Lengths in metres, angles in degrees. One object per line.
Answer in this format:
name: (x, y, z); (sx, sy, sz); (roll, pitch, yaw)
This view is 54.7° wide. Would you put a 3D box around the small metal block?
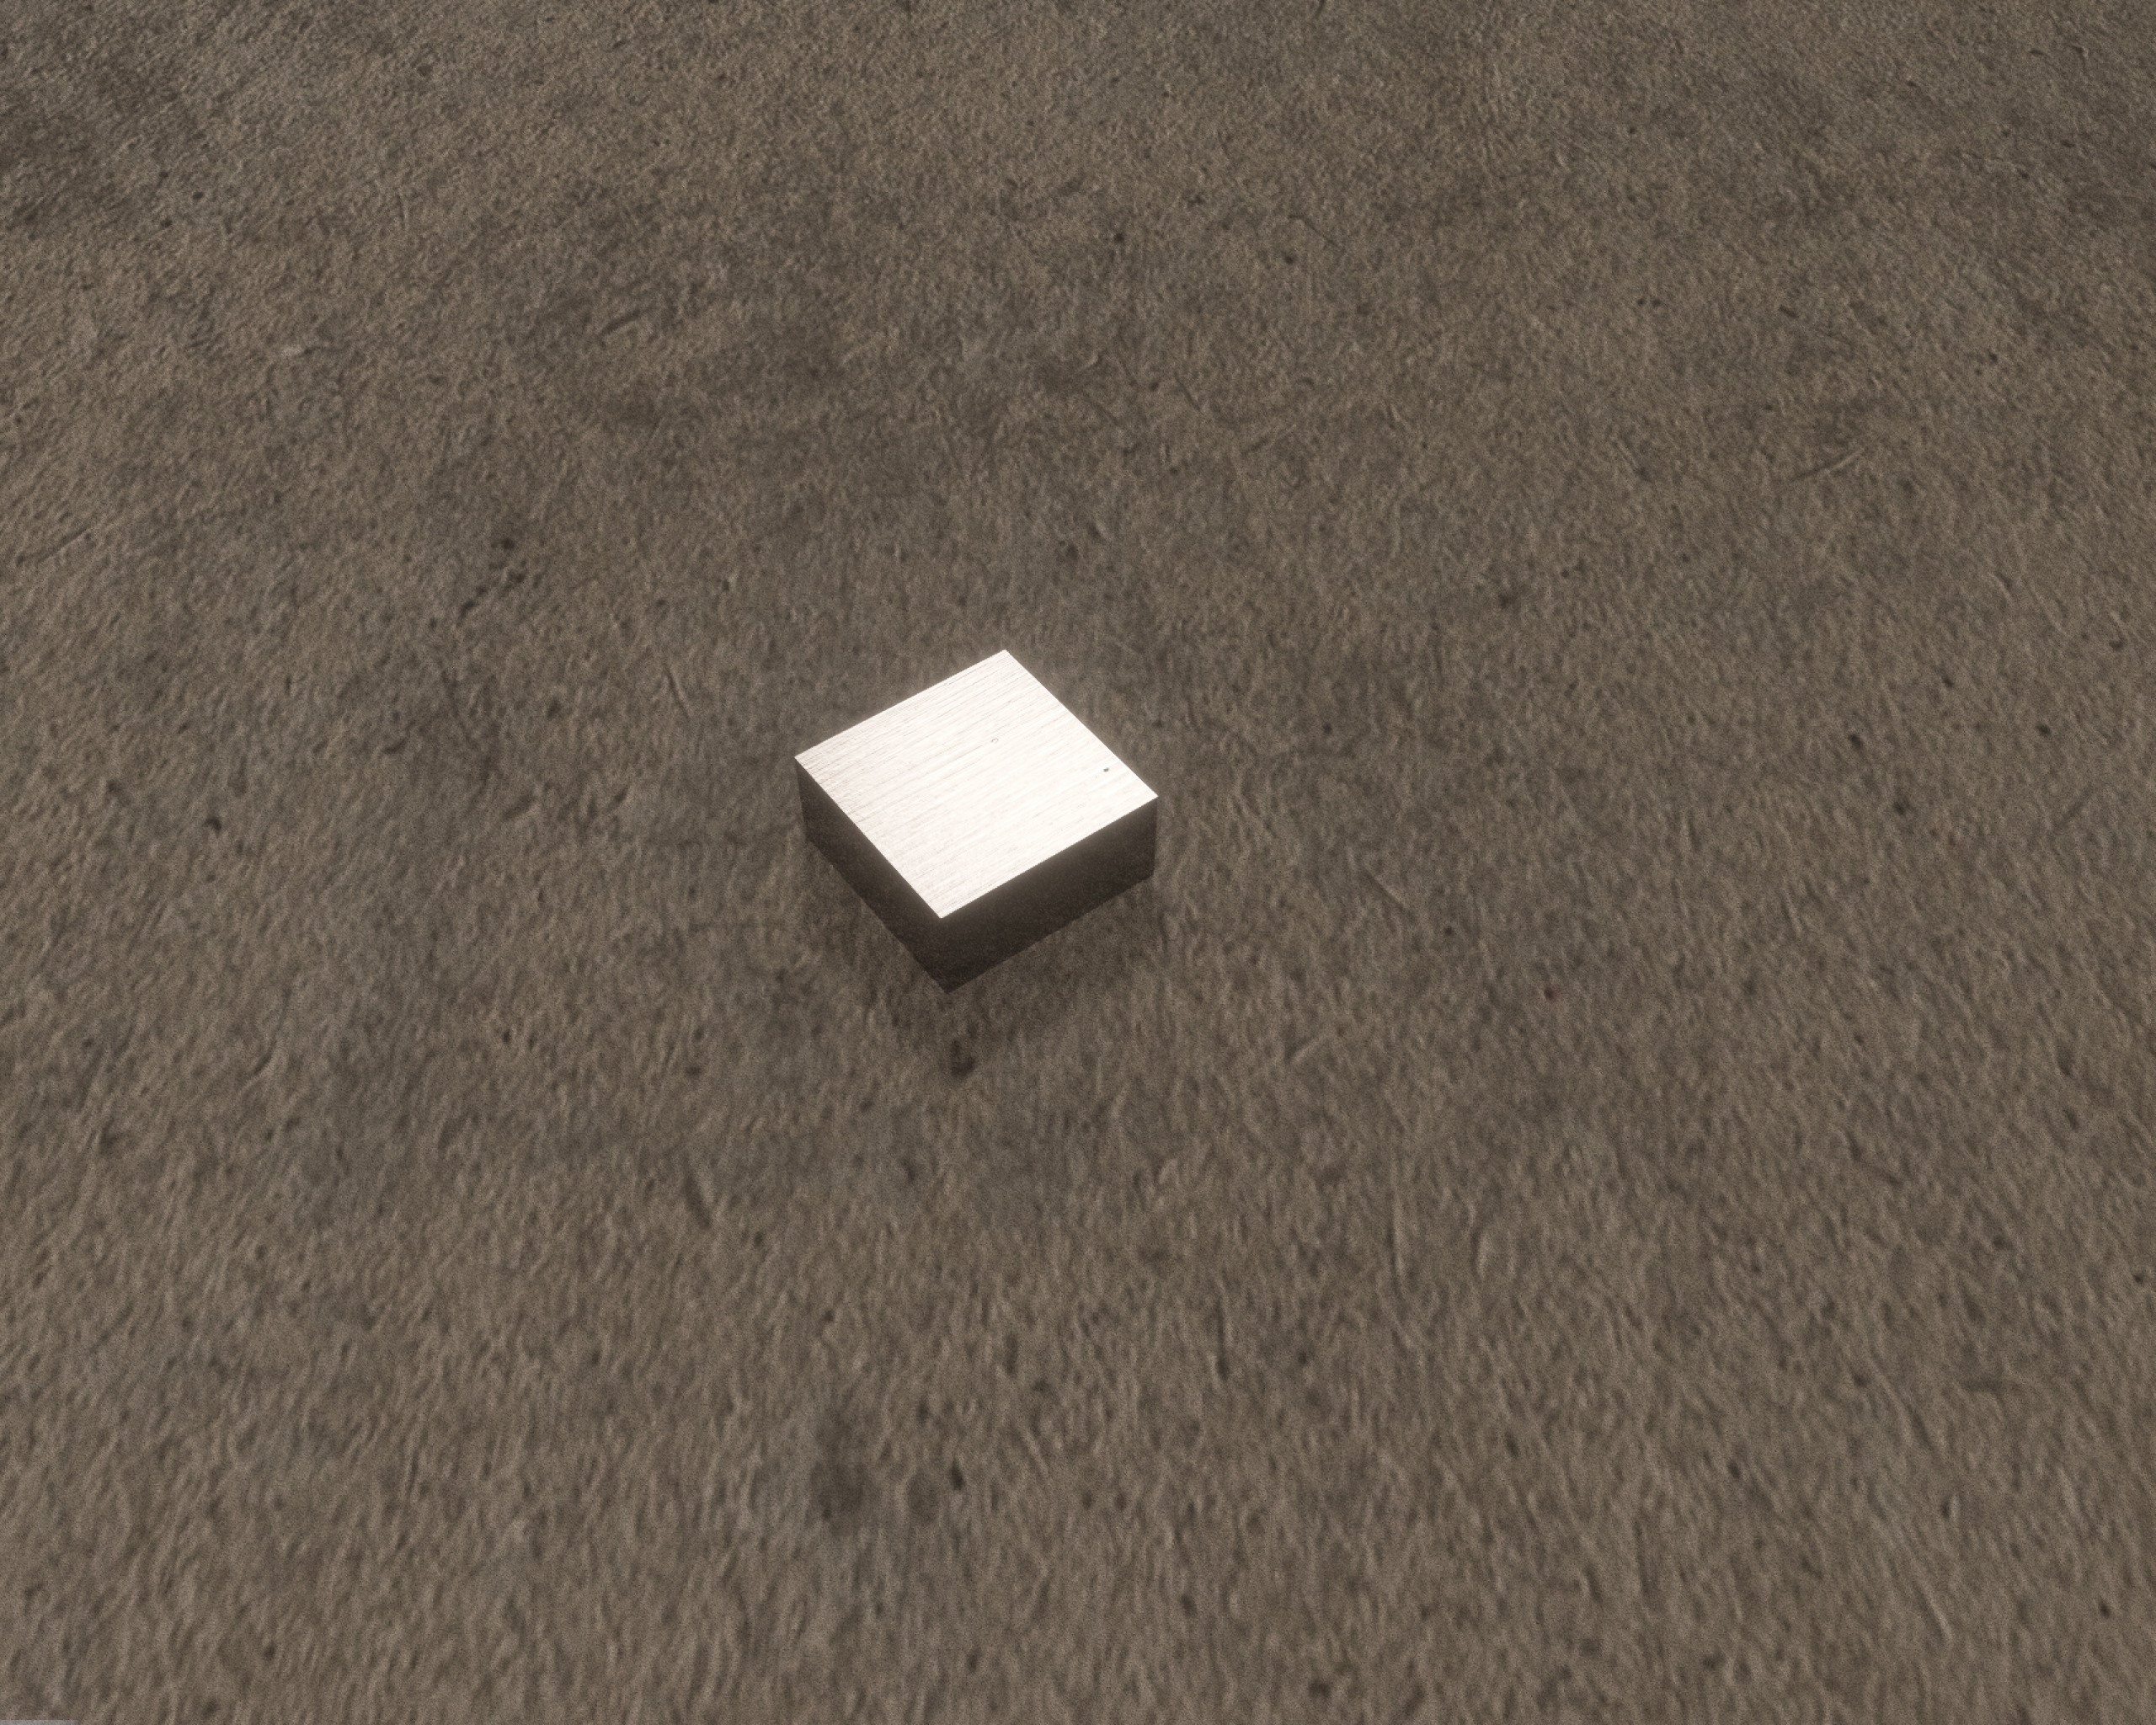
small metal block: (-0.020, -0.009, 0.412); (0.050, 0.025, 0.050); (-30, 56, -23)
